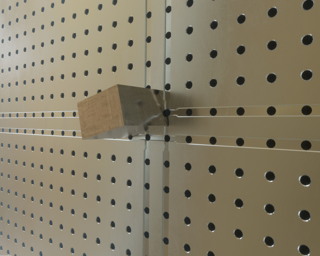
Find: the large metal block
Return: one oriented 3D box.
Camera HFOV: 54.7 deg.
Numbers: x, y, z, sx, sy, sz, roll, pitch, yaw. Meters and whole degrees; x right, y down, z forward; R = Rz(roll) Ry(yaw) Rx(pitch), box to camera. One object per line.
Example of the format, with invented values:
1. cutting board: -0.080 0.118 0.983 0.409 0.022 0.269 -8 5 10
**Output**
1. large metal block: -0.050 -0.018 0.412 0.080 0.081 0.050 -17 80 38
